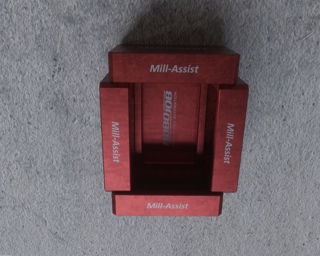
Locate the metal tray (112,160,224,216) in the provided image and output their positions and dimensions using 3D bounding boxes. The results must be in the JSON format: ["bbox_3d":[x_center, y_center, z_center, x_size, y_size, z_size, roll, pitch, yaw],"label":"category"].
[{"bbox_3d":[0.009,0.075,0.404,0.131,0.090,0.030,1,110,-1],"label":"metal tray"}]

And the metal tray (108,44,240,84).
[{"bbox_3d":[0.014,-0.074,0.349,0.131,0.090,0.030,1,110,-1],"label":"metal tray"}]

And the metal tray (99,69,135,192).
[{"bbox_3d":[-0.048,0.000,0.375,0.030,0.090,0.129,1,110,-1],"label":"metal tray"}]

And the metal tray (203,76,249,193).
[{"bbox_3d":[0.075,0.001,0.377,0.030,0.090,0.129,1,110,-1],"label":"metal tray"}]

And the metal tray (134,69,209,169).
[{"bbox_3d":[0.013,-0.010,0.405,0.091,0.030,0.129,1,110,-1],"label":"metal tray"}]
